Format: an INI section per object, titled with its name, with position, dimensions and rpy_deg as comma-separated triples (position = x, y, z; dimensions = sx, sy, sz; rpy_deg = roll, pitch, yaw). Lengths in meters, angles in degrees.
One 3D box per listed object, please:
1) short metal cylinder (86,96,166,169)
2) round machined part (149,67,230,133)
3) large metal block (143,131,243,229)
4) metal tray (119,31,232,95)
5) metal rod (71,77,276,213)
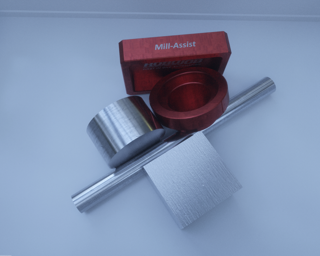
[short metal cylinder]
position = -0.041, 0.006, 0.376
dimensions = 0.080, 0.080, 0.050
rpy_deg = -32, 74, -11
[round machined part]
position = 0.039, -0.032, 0.396
dimensions = 0.098, 0.042, 0.098
rpy_deg = -10, 44, 10
[large metal block]
position = 0.036, 0.063, 0.371
dimensions = 0.080, 0.050, 0.080
rpy_deg = -31, 73, -11
[metal tray]
position = 0.017, -0.081, 0.402
dimensions = 0.131, 0.090, 0.030
rpy_deg = -6, 71, -3
[metal rod]
position = 0.026, 0.016, 0.403
dimensions = 0.301, 0.025, 0.025
rpy_deg = -31, 73, -11
